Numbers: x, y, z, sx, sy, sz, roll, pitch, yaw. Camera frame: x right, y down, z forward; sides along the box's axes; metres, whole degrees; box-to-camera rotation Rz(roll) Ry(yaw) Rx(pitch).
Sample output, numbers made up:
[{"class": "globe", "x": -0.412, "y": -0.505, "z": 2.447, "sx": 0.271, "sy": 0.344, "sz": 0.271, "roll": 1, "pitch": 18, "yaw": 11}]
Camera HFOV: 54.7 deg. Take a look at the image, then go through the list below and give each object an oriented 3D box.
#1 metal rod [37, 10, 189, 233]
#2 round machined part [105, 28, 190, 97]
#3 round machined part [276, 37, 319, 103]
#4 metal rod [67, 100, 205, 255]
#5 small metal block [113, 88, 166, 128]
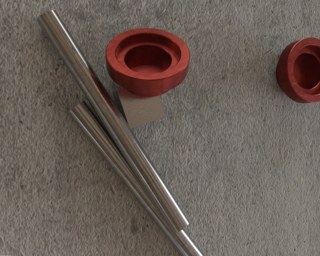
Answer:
[{"class": "metal rod", "x": -0.053, "y": -0.004, "z": 0.374, "sx": 0.025, "sy": 0.025, "sz": 0.299, "roll": -34, "pitch": 95, "yaw": -17}, {"class": "round machined part", "x": -0.015, "y": -0.076, "z": 0.377, "sx": 0.099, "sy": 0.042, "sz": 0.098, "roll": 2, "pitch": 51, "yaw": -3}, {"class": "round machined part", "x": 0.222, "y": -0.087, "z": 0.482, "sx": 0.099, "sy": 0.042, "sz": 0.097, "roll": 0, "pitch": 90, "yaw": -20}, {"class": "metal rod", "x": -0.015, "y": 0.092, "z": 0.403, "sx": 0.025, "sy": 0.025, "sz": 0.299, "roll": -40, "pitch": 103, "yaw": -16}, {"class": "small metal block", "x": -0.027, "y": -0.030, "z": 0.399, "sx": 0.050, "sy": 0.025, "sz": 0.050, "roll": -20, "pitch": 97, "yaw": -19}]
